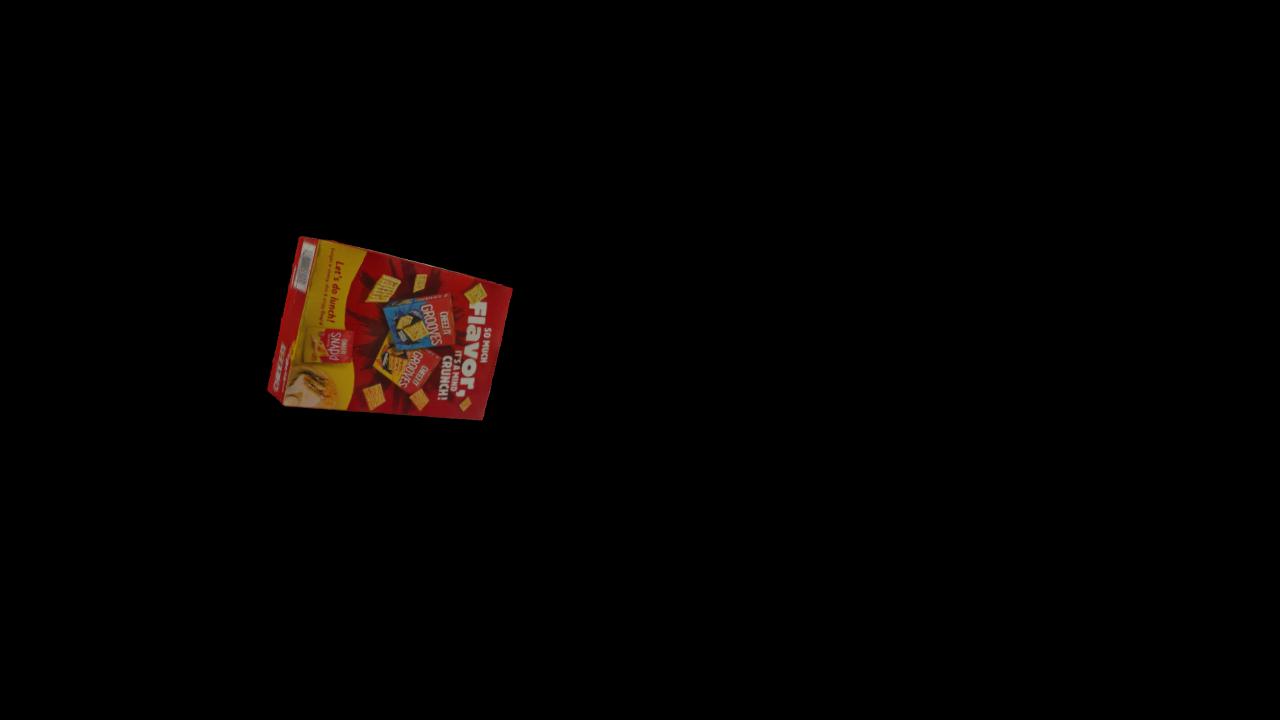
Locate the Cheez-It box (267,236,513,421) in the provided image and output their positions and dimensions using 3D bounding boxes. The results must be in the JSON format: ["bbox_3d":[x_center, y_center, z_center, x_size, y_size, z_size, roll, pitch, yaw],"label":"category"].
[{"bbox_3d":[-0.262,-0.027,0.672,0.223,0.166,0.071,10,6,-45],"label":"Cheez-It box"}]
